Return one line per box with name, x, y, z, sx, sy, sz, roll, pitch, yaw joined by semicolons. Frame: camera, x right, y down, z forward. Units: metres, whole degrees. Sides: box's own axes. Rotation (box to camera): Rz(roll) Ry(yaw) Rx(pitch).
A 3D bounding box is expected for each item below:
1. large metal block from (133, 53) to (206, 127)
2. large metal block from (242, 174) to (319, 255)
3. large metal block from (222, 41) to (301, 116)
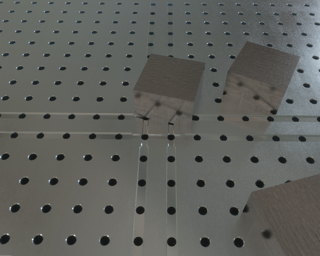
large metal block;0.015;-0.055;0.438;0.080;0.050;0.080;12;51;10
large metal block;0.140;0.100;0.308;0.081;0.050;0.080;-12;51;-10
large metal block;0.148;-0.075;0.455;0.080;0.050;0.080;23;54;18
